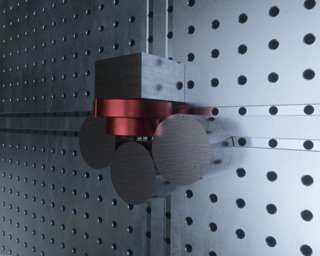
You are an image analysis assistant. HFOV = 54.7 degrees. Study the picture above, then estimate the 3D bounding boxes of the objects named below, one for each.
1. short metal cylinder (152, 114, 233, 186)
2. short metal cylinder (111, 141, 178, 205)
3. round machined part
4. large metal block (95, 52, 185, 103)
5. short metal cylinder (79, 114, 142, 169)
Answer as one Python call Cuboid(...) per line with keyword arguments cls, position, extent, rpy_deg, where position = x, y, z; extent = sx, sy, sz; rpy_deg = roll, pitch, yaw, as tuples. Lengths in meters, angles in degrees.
Cuboid(cls="short metal cylinder", position=(0.037, 0.024, 0.363), extent=(0.080, 0.050, 0.079), rpy_deg=(0, 90, 40))
Cuboid(cls="short metal cylinder", position=(-0.019, 0.057, 0.410), extent=(0.080, 0.050, 0.079), rpy_deg=(0, 90, 40))
Cuboid(cls="round machined part", position=(-0.034, -0.012, 0.388), extent=(0.098, 0.099, 0.042), rpy_deg=(3, 91, 40))
Cuboid(cls="large metal block", position=(-0.025, -0.059, 0.394), extent=(0.080, 0.081, 0.050), rpy_deg=(1, 91, 40))
Cuboid(cls="short metal cylinder", position=(-0.073, 0.018, 0.454), extent=(0.080, 0.050, 0.079), rpy_deg=(0, 90, 40))
